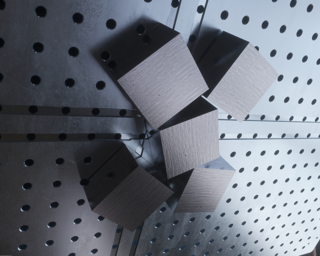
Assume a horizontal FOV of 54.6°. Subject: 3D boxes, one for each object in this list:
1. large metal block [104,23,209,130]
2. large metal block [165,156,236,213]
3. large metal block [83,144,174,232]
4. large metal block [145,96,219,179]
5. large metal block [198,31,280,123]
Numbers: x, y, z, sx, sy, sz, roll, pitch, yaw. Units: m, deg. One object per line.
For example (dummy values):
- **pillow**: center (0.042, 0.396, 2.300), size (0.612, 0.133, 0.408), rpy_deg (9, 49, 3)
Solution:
- **large metal block**: center (-0.003, -0.059, 0.356), size (0.080, 0.050, 0.080), rpy_deg (-38, 129, -2)
- **large metal block**: center (0.056, 0.081, 0.475), size (0.081, 0.050, 0.080), rpy_deg (9, 114, -33)
- **large metal block**: center (-0.042, 0.083, 0.420), size (0.080, 0.050, 0.080), rpy_deg (-44, 129, 2)
- **large metal block**: center (0.031, 0.010, 0.416), size (0.081, 0.050, 0.080), rpy_deg (-21, 127, -16)
- **large metal block**: center (0.095, -0.065, 0.404), size (0.080, 0.050, 0.080), rpy_deg (28, 103, -40)
